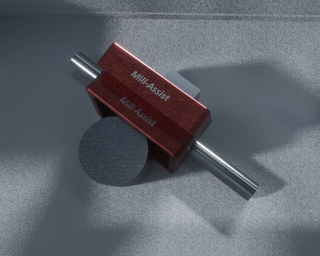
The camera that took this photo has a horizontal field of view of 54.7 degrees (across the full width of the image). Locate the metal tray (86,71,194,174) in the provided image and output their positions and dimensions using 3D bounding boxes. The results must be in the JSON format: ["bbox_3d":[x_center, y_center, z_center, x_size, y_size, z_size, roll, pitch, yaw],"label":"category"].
[{"bbox_3d":[-0.024,-0.003,0.375,0.130,0.090,0.030,37,74,12],"label":"metal tray"}]

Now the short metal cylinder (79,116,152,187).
[{"bbox_3d":[-0.051,0.031,0.377,0.080,0.050,0.080,-1,77,5],"label":"short metal cylinder"}]

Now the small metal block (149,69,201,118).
[{"bbox_3d":[0.019,-0.044,0.424,0.050,0.025,0.050,39,74,12],"label":"small metal block"}]

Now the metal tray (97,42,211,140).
[{"bbox_3d":[-0.002,-0.039,0.361,0.130,0.090,0.030,37,91,12],"label":"metal tray"}]

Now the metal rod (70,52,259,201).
[{"bbox_3d":[-0.002,-0.009,0.413,0.300,0.025,0.025,37,74,12],"label":"metal rod"}]
